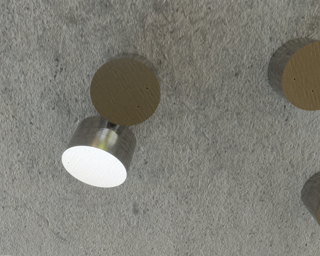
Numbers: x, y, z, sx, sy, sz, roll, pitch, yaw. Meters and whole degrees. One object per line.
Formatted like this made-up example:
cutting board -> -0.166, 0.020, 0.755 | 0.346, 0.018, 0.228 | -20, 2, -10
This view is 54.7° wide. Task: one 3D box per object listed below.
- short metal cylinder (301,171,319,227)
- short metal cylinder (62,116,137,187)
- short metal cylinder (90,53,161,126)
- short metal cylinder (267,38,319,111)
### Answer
short metal cylinder -> 0.251, 0.104, 0.437 | 0.081, 0.050, 0.079 | 0, 110, 0
short metal cylinder -> -0.075, 0.031, 0.391 | 0.080, 0.050, 0.080 | 7, 136, 7
short metal cylinder -> -0.040, -0.048, 0.378 | 0.081, 0.050, 0.079 | 0, 110, 0
short metal cylinder -> 0.178, -0.066, 0.373 | 0.081, 0.050, 0.079 | 0, 110, 0
